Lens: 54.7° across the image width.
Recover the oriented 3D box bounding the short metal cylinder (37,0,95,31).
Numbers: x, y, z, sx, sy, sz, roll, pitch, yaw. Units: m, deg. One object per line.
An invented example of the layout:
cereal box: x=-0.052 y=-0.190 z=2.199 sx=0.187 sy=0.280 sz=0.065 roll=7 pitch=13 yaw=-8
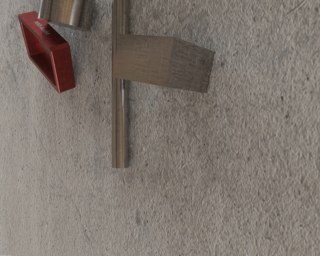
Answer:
short metal cylinder: x=-0.146 y=-0.187 z=0.487 sx=0.080 sy=0.081 sz=0.050 roll=21 pitch=103 yaw=38

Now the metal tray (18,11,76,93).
metal tray: x=-0.194 y=-0.131 z=0.531 sx=0.130 sy=0.030 sz=0.089 roll=44 pitch=146 yaw=31

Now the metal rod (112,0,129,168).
metal rod: x=-0.057 y=-0.092 z=0.449 sx=0.025 sy=0.025 sz=0.298 roll=0 pitch=90 yaw=39

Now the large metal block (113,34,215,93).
large metal block: x=0.005 y=-0.075 z=0.363 sx=0.080 sy=0.081 sz=0.050 roll=16 pitch=101 yaw=38
